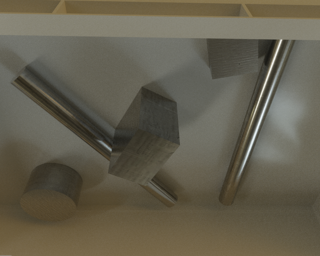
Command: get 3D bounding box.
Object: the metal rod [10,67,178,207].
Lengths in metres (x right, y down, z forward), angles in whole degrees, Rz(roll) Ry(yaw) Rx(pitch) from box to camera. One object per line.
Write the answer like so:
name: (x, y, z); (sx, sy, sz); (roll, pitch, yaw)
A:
metal rod: (-0.072, 0.030, 0.433); (0.025, 0.025, 0.300); (-30, 124, 23)

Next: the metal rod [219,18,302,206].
metal rod: (0.121, 0.005, 0.415); (0.025, 0.025, 0.298); (3, 130, -3)

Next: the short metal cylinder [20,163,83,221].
short metal cylinder: (-0.164, 0.099, 0.475); (0.081, 0.050, 0.079); (0, 130, 0)

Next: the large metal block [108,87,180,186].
large metal block: (-0.020, 0.010, 0.382); (0.050, 0.080, 0.080); (23, 126, -19)

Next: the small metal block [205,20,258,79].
small metal block: (0.079, -0.085, 0.338); (0.050, 0.025, 0.050); (-9, 130, 7)
